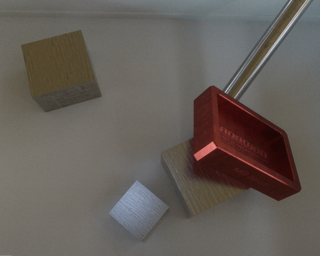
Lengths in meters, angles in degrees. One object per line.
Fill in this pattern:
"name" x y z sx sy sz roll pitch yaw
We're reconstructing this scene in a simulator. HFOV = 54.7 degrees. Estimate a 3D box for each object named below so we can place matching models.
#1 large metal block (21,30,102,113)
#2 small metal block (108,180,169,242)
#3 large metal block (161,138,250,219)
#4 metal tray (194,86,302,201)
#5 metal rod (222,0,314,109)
"large metal block" -0.133 -0.077 0.423 0.081 0.050 0.080 -17 71 -7
"small metal block" -0.025 0.100 0.373 0.050 0.025 0.050 38 74 12
"large metal block" 0.055 0.054 0.377 0.080 0.050 0.080 -24 72 -9
"metal tray" 0.098 0.018 0.352 0.131 0.030 0.090 28 44 -23
"metal rod" 0.142 -0.115 0.384 0.025 0.025 0.299 37 100 12
